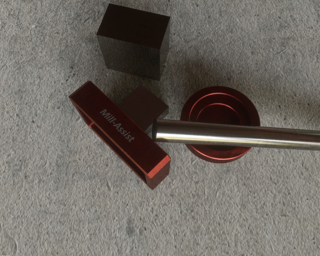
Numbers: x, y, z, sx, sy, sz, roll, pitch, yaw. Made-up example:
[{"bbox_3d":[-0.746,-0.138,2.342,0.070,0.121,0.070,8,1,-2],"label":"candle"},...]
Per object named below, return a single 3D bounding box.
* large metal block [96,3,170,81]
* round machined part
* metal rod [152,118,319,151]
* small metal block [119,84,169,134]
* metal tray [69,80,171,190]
[{"bbox_3d":[-0.032,-0.113,0.420,0.080,0.080,0.050,14,71,5],"label":"large metal block"},{"bbox_3d":[0.074,-0.002,0.400,0.099,0.042,0.098,0,70,0],"label":"round machined part"},{"bbox_3d":[0.140,0.012,0.366,0.302,0.025,0.025,4,70,-14],"label":"metal rod"},{"bbox_3d":[-0.024,-0.022,0.416,0.050,0.025,0.050,40,75,13],"label":"small metal block"},{"bbox_3d":[-0.045,0.012,0.368,0.130,0.090,0.030,43,76,14],"label":"metal tray"}]
